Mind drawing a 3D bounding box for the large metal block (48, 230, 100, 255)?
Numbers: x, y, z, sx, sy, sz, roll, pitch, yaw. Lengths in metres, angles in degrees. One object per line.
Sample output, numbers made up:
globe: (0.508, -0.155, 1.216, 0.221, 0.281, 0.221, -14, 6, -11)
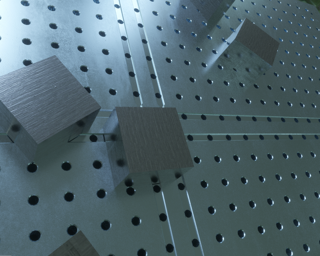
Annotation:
large metal block: (-0.070, 0.139, 0.251, 0.050, 0.080, 0.080, -34, 81, -38)

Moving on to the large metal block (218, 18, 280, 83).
large metal block: (0.166, -0.144, 0.572, 0.080, 0.050, 0.080, 35, 51, -5)

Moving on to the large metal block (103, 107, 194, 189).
large metal block: (-0.016, 0.022, 0.371, 0.081, 0.050, 0.080, -1, 62, -29)

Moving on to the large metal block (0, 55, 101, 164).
large metal block: (-0.127, -0.022, 0.338, 0.080, 0.050, 0.080, 48, 51, 5)

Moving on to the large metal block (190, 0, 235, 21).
large metal block: (0.103, -0.268, 0.594, 0.050, 0.080, 0.080, -30, 79, -38)
